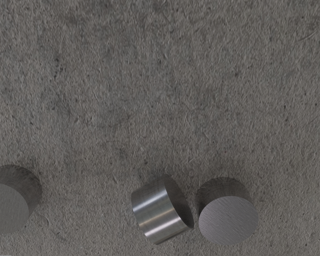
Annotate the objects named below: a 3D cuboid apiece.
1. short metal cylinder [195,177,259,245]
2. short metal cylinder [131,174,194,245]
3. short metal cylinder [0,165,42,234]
[{"bbox_3d":[0.092,0.117,0.440,0.081,0.050,0.079,0,110,0],"label":"short metal cylinder"},{"bbox_3d":[0.004,0.109,0.421,0.050,0.080,0.080,-30,108,11],"label":"short metal cylinder"},{"bbox_3d":[-0.213,0.098,0.431,0.081,0.050,0.079,0,110,0],"label":"short metal cylinder"}]
